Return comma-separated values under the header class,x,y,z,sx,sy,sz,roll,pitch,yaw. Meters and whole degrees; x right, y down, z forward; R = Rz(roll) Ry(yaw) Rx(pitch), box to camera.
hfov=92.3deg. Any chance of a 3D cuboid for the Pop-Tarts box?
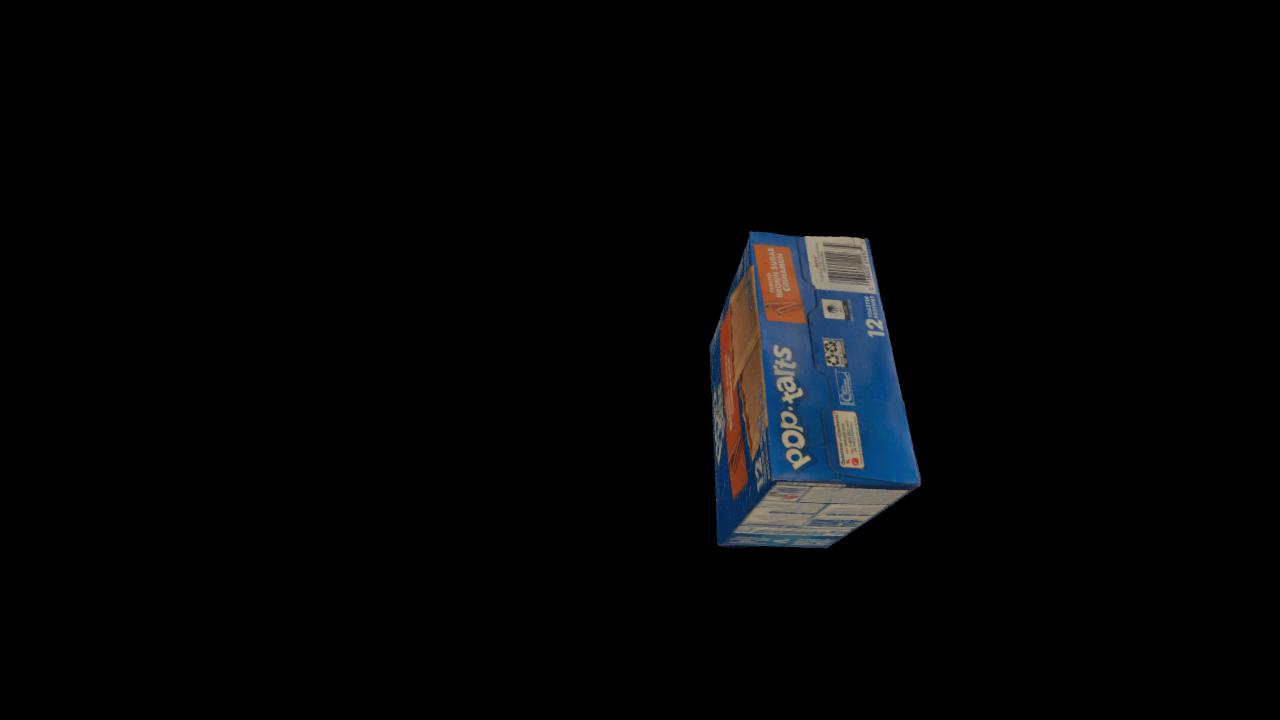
class,x,y,z,sx,sy,sz,roll,pitch,yaw
Pop-Tarts box,0.100,0.025,0.409,0.083,0.167,0.141,4,-30,-3
